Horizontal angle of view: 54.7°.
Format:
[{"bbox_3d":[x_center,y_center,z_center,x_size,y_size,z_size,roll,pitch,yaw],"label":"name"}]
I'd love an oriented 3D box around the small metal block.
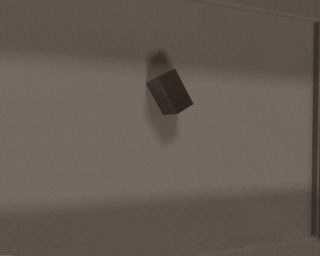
[{"bbox_3d":[0.011,-0.045,0.402,0.025,0.050,0.050,-32,101,-17],"label":"small metal block"}]
